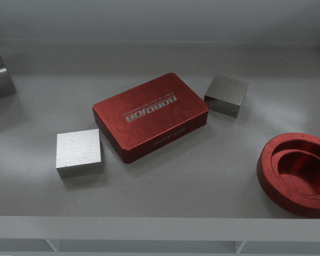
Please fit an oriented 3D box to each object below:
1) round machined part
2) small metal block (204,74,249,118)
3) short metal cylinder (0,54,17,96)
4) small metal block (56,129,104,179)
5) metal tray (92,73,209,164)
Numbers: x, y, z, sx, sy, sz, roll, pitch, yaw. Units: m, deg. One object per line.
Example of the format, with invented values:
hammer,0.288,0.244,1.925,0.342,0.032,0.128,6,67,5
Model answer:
round machined part,0.159,0.056,0.349,0.099,0.042,0.098,0,50,0
small metal block,0.095,-0.047,0.446,0.050,0.025,0.050,19,52,15
short metal cylinder,-0.244,-0.081,0.434,0.050,0.080,0.080,-24,55,-19
small metal block,-0.097,0.031,0.378,0.050,0.025,0.050,-8,51,-7
metal tray,-0.012,-0.018,0.417,0.131,0.030,0.090,-26,55,-21
